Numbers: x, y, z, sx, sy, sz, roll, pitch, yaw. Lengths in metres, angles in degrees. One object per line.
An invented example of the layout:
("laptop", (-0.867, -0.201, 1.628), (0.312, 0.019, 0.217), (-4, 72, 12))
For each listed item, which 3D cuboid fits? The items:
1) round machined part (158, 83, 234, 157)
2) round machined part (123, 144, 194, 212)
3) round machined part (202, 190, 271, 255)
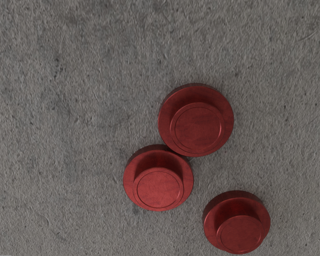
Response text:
("round machined part", (0.046, -0.006, 0.399), (0.099, 0.042, 0.097), (0, 110, 0))
("round machined part", (-0.002, 0.075, 0.428), (0.099, 0.042, 0.097), (0, 110, 0))
("round machined part", (0.114, 0.145, 0.455), (0.099, 0.042, 0.097), (0, 110, 0))
